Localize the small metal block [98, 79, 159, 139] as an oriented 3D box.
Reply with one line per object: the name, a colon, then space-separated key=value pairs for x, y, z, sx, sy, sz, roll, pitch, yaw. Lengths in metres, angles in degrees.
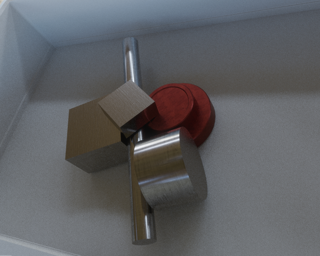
small metal block: x=-0.038 y=-0.024 z=0.375 sx=0.050 sy=0.025 sz=0.050 roll=-38 pitch=57 yaw=-12

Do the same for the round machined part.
round machined part: x=0.017 y=-0.018 z=0.393 sx=0.098 sy=0.042 sz=0.098 roll=-13 pitch=56 yaw=20

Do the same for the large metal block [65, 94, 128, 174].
large metal block: x=-0.076 y=0.006 z=0.419 sx=0.080 sy=0.050 sz=0.080 roll=-19 pitch=55 yaw=17

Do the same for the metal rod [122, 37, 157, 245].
metal rod: x=-0.031 y=-0.008 z=0.396 sx=0.025 sy=0.025 sz=0.299 roll=-19 pitch=54 yaw=17

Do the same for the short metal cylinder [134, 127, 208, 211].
short metal cylinder: x=0.013 y=0.044 z=0.333 sx=0.050 sy=0.080 sz=0.080 roll=-19 pitch=55 yaw=17
